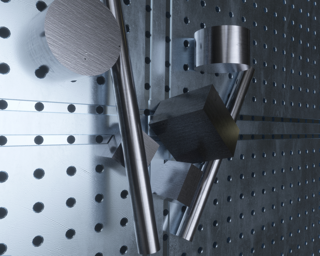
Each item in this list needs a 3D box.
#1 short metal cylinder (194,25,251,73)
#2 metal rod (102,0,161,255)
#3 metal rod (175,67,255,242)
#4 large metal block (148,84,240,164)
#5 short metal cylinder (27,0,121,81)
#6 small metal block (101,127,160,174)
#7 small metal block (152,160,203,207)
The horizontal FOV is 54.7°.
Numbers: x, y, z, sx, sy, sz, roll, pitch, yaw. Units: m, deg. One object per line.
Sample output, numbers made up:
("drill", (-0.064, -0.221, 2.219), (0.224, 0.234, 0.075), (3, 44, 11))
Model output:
("short metal cylinder", (0.090, -0.111, 0.448), (0.081, 0.080, 0.050), (0, 91, -40))
("metal rod", (-0.035, -0.012, 0.350), (0.025, 0.025, 0.298), (-6, 85, -40))
("metal rod", (0.093, 0.028, 0.486), (0.025, 0.025, 0.300), (38, 67, -34))
("large metal block", (0.046, -0.001, 0.404), (0.080, 0.080, 0.050), (53, 41, -27))
("short metal cylinder", (-0.088, -0.091, 0.319), (0.081, 0.050, 0.080), (0, 90, -40))
("small metal block", (-0.035, 0.028, 0.379), (0.050, 0.025, 0.050), (43, 64, -32))
("small metal block", (0.023, 0.072, 0.412), (0.025, 0.050, 0.050), (38, 67, -34))
